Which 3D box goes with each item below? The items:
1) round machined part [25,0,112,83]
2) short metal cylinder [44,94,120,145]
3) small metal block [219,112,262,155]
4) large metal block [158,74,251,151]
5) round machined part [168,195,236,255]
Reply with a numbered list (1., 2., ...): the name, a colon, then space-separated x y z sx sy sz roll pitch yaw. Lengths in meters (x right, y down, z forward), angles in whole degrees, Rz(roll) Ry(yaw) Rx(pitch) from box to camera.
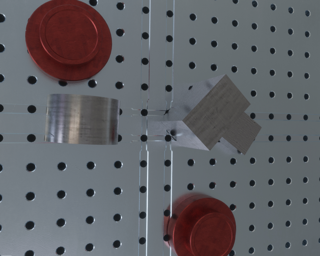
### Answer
1. round machined part: -0.105 -0.104 0.365 0.099 0.042 0.097 0 90 -20
2. short metal cylinder: -0.087 -0.009 0.351 0.081 0.080 0.050 4 89 -20
3. small metal block: 0.112 0.004 0.454 0.050 0.025 0.050 38 78 -16
4. large metal block: 0.055 -0.019 0.403 0.080 0.080 0.050 -46 105 -14
5. round machined part: 0.064 0.145 0.427 0.099 0.042 0.097 0 90 -20
